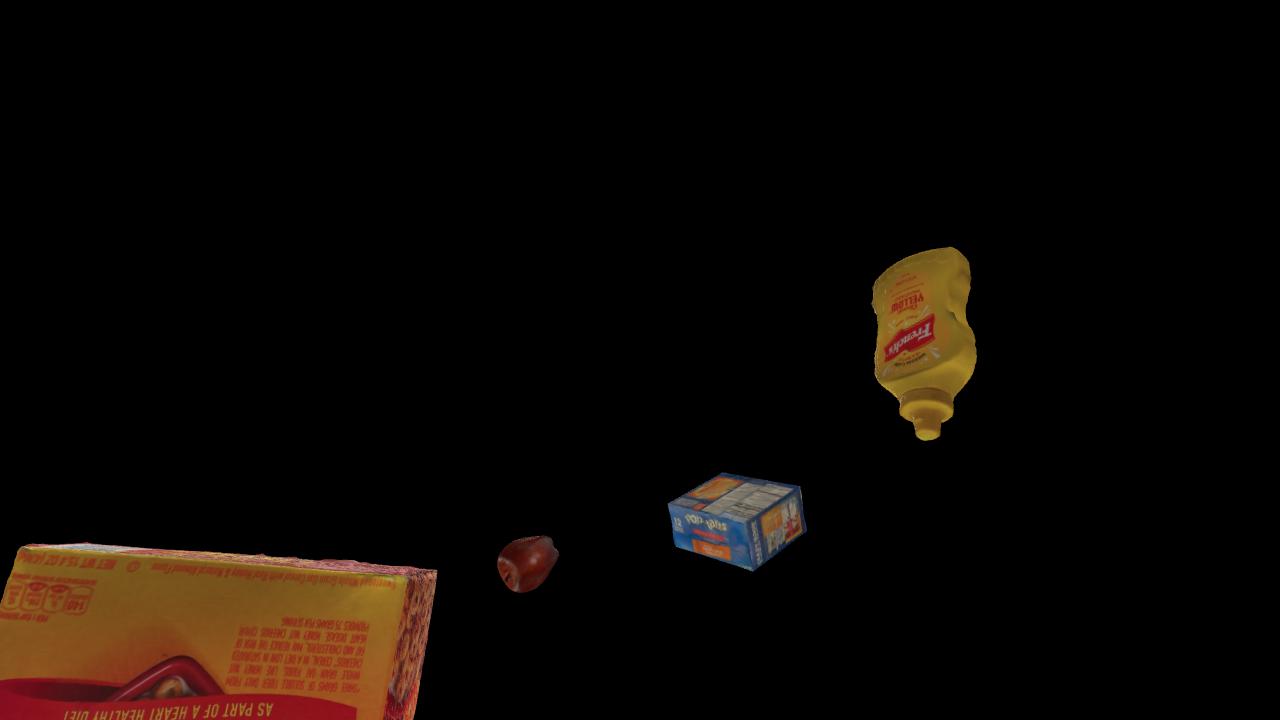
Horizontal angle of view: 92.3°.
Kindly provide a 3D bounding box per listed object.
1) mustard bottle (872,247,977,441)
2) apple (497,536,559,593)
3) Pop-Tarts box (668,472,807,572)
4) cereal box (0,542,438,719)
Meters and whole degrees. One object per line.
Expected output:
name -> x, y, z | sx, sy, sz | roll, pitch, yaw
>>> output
mustard bottle -> 0.258, -0.012, 0.560 | 0.054, 0.184, 0.092 | 34, -36, -31
apple -> -0.172, 0.312, 0.943 | 0.079, 0.079, 0.093 | 0, 18, 45
Pop-Tarts box -> 0.155, 0.254, 0.990 | 0.141, 0.083, 0.167 | -19, 11, -39
cereal box -> -0.233, 0.257, 0.306 | 0.203, 0.306, 0.081 | 6, -17, -2
